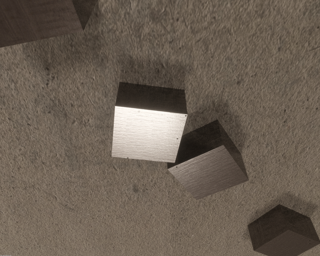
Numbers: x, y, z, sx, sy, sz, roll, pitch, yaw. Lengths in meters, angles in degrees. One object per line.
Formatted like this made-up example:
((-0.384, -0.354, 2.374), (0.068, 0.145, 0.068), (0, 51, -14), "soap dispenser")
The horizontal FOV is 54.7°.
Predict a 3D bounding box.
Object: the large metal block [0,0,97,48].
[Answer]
((-0.107, -0.117, 0.270), (0.080, 0.080, 0.050), (-9, 130, 7), "large metal block")

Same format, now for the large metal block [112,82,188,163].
((-0.015, -0.006, 0.386), (0.081, 0.050, 0.079), (6, 130, -6), "large metal block")

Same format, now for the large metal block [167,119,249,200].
((0.065, 0.046, 0.432), (0.080, 0.050, 0.080), (-26, 126, 20), "large metal block")

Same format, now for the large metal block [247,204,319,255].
((0.221, 0.191, 0.557), (0.080, 0.050, 0.080), (26, 125, -21), "large metal block")
